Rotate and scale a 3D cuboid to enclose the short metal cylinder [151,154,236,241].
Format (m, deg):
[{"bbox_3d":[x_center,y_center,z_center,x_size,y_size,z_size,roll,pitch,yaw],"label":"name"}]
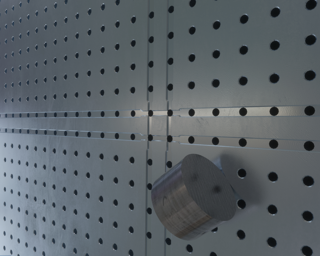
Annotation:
[{"bbox_3d":[0.037,0.076,0.343,0.050,0.081,0.080,-43,64,32],"label":"short metal cylinder"}]
